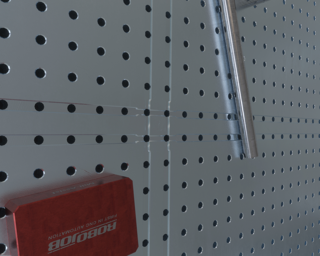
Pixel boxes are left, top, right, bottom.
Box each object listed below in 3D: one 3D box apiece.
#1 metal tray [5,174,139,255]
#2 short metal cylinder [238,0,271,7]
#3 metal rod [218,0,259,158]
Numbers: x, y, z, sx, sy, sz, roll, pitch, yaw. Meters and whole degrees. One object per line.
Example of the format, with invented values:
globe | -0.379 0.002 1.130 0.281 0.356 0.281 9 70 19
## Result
metal tray | -0.088 0.108 0.333 0.131 0.030 0.089 -8 95 -40
short metal cylinder | 0.167 -0.256 0.532 0.081 0.050 0.080 0 90 -40
metal rod | 0.130 -0.095 0.517 0.025 0.025 0.298 -20 103 -38
